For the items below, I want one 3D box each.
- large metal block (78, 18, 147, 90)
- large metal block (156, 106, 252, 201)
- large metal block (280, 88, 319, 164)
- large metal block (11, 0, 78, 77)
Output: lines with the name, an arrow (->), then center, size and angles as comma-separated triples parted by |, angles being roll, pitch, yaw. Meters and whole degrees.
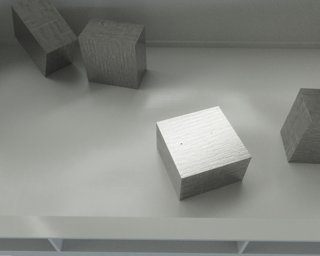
large metal block -> -0.066, -0.109, 0.460 | 0.080, 0.080, 0.050 | 10, 51, 8
large metal block -> 0.047, 0.028, 0.365 | 0.081, 0.050, 0.080 | -15, 52, -12
large metal block -> 0.201, 0.000, 0.370 | 0.080, 0.080, 0.050 | 2, 50, 2
large metal block -> -0.172, -0.135, 0.462 | 0.050, 0.080, 0.080 | -36, 91, -26
